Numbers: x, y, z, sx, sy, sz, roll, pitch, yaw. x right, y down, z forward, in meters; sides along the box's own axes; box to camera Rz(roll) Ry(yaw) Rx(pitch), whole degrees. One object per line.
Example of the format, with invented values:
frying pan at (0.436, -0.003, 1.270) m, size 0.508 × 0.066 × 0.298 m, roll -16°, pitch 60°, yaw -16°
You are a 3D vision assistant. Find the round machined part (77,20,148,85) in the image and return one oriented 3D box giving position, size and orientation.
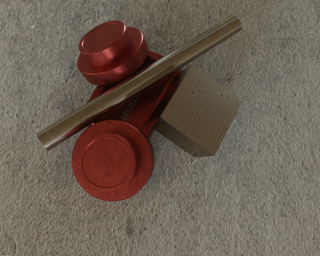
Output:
round machined part at (-0.069, -0.107, 0.418) m, size 0.098 × 0.042 × 0.098 m, roll -13°, pitch 47°, yaw 15°

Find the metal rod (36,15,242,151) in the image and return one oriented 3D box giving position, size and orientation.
metal rod at (-0.018, -0.064, 0.402) m, size 0.301 × 0.025 × 0.025 m, roll -34°, pitch 74°, yaw -12°

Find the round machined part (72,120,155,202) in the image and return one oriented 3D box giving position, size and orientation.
round machined part at (-0.058, 0.039, 0.367) m, size 0.099 × 0.042 × 0.097 m, roll 0°, pitch 90°, yaw 7°

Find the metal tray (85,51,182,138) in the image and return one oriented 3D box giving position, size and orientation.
metal tray at (-0.036, -0.046, 0.423) m, size 0.090 × 0.030 × 0.130 m, roll 23°, pitch 71°, yaw 8°

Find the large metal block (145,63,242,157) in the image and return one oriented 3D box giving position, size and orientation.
large metal block at (0.042, -0.019, 0.388) m, size 0.080 × 0.050 × 0.080 m, roll 35°, pitch 71°, yaw -14°
